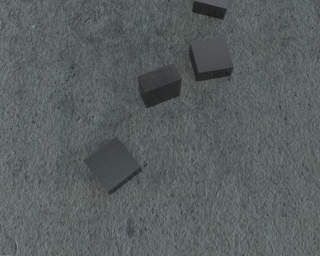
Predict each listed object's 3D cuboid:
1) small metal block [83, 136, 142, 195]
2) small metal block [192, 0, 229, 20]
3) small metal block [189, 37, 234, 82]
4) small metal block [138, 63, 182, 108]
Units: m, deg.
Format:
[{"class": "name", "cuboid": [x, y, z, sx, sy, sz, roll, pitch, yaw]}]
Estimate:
[{"class": "small metal block", "cuboid": [-0.058, 0.048, 0.390, 0.050, 0.025, 0.050, -37, 74, -13]}, {"class": "small metal block", "cuboid": [0.083, -0.202, 0.483, 0.050, 0.025, 0.050, 17, 71, 6]}, {"class": "small metal block", "cuboid": [0.073, -0.098, 0.444, 0.050, 0.025, 0.050, -10, 70, -4]}, {"class": "small metal block", "cuboid": [0.000, -0.055, 0.415, 0.050, 0.050, 0.025, -22, 72, -8]}]
